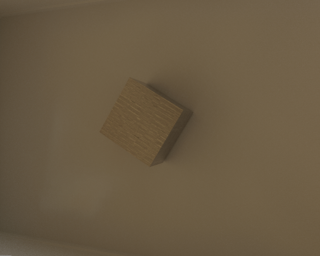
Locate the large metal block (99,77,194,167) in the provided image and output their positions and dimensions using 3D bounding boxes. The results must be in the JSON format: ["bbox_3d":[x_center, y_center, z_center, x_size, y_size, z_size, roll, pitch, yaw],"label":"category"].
[{"bbox_3d":[-0.017,-0.008,0.400,0.080,0.050,0.080,33,100,16],"label":"large metal block"}]
